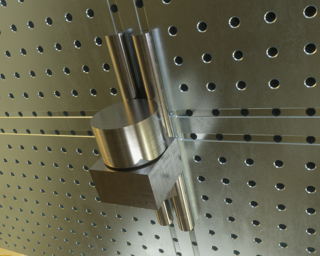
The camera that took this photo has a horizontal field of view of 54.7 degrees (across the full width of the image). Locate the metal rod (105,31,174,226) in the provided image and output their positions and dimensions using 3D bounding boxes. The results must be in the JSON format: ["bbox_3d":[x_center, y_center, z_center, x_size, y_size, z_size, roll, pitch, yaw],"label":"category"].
[{"bbox_3d":[-0.022,0.018,0.434,0.025,0.025,0.298,1,119,27],"label":"metal rod"}]

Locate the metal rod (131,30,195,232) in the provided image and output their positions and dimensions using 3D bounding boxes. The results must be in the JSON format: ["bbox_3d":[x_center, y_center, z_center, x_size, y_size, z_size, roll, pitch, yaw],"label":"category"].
[{"bbox_3d":[0.010,0.022,0.419,0.025,0.025,0.298,1,119,27],"label":"metal rod"}]

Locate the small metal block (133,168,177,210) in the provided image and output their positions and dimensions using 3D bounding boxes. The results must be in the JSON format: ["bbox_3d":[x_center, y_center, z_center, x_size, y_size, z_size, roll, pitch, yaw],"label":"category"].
[{"bbox_3d":[-0.011,0.077,0.418,0.050,0.050,0.025,-19,116,-13],"label":"small metal block"}]

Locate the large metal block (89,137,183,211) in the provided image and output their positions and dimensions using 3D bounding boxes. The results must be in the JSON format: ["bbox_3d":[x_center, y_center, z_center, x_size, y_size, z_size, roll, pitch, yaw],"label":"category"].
[{"bbox_3d":[-0.026,0.052,0.388,0.080,0.080,0.050,1,119,27],"label":"large metal block"}]

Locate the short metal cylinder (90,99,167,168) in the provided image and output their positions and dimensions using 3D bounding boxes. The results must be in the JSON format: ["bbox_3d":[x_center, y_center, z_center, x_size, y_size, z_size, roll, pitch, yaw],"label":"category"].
[{"bbox_3d":[-0.036,0.004,0.368,0.080,0.080,0.050,1,119,27],"label":"short metal cylinder"}]
